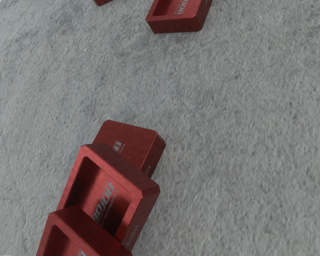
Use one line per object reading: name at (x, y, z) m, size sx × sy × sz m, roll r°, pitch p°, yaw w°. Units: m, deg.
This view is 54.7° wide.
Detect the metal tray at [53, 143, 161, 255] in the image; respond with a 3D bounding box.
metal tray at (-0.064, 0.092, 0.325) m, size 0.090 × 0.030 × 0.129 m, roll 34°, pitch 109°, yaw 28°

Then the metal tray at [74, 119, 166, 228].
metal tray at (-0.059, 0.058, 0.395) m, size 0.090 × 0.030 × 0.130 m, roll 13°, pitch 68°, yaw 33°

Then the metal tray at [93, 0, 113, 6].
metal tray at (-0.078, -0.309, 0.628) m, size 0.130 × 0.030 × 0.090 m, roll -16°, pitch 55°, yaw 19°

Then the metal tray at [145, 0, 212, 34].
metal tray at (0.040, -0.217, 0.510) m, size 0.090 × 0.030 × 0.130 m, roll 8°, pitch 65°, yaw 31°

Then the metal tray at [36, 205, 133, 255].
metal tray at (-0.086, 0.155, 0.304) m, size 0.090 × 0.030 × 0.129 m, roll 30°, pitch 107°, yaw 29°
